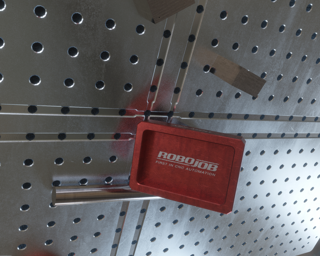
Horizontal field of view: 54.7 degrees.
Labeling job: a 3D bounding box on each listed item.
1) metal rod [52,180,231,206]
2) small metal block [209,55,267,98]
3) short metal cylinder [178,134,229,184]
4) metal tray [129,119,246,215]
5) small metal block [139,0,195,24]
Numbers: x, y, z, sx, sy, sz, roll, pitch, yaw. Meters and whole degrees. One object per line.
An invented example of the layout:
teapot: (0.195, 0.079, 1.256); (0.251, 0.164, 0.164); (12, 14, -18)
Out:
metal rod: (-0.004, 0.094, 0.467); (0.302, 0.025, 0.025); (4, 117, -30)
small metal block: (0.102, -0.068, 0.408); (0.050, 0.050, 0.025); (18, 109, -35)
short metal cylinder: (0.058, 0.042, 0.433); (0.080, 0.080, 0.050); (20, 108, -36)
metal tray: (0.032, 0.044, 0.383); (0.030, 0.130, 0.089); (-18, 118, -72)
small metal block: (0.003, -0.145, 0.323); (0.050, 0.025, 0.050); (-31, 129, -9)
